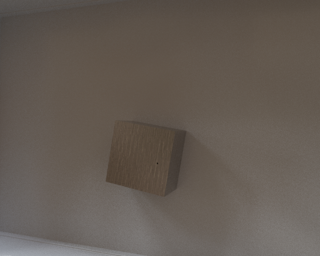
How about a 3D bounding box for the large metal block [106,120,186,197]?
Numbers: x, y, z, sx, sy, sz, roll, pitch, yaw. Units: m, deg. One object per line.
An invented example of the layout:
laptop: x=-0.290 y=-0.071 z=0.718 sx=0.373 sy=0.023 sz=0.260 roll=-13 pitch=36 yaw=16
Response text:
large metal block: x=-0.017 y=0.036 z=0.404 sx=0.080 sy=0.050 sz=0.080 roll=11 pitch=94 yaw=19
